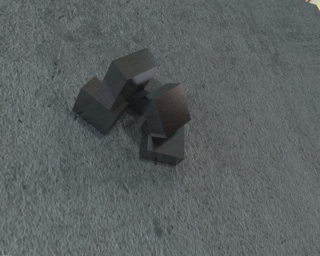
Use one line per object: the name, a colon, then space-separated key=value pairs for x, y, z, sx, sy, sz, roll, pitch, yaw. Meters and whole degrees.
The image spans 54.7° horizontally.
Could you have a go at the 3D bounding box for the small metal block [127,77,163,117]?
small metal block: x=-0.032 y=-0.048 z=0.403 sx=0.050 sy=0.050 sz=0.025 roll=28 pitch=52 yaw=-11

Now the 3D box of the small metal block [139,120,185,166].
small metal block: x=0.003 y=0.017 z=0.398 sx=0.050 sy=0.025 sz=0.050 roll=15 pitch=56 yaw=-20

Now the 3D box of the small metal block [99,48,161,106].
small metal block: x=-0.034 y=-0.056 z=0.342 sx=0.050 sy=0.050 sz=0.025 roll=-33 pitch=81 yaw=-38

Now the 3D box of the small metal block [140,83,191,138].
small metal block: x=0.008 y=-0.022 z=0.377 sx=0.050 sy=0.025 sz=0.050 roll=-36 pitch=119 yaw=-39

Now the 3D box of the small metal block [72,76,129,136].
small metal block: x=-0.072 y=-0.025 z=0.367 sx=0.050 sy=0.050 sz=0.025 roll=39 pitch=51 yaw=-3
